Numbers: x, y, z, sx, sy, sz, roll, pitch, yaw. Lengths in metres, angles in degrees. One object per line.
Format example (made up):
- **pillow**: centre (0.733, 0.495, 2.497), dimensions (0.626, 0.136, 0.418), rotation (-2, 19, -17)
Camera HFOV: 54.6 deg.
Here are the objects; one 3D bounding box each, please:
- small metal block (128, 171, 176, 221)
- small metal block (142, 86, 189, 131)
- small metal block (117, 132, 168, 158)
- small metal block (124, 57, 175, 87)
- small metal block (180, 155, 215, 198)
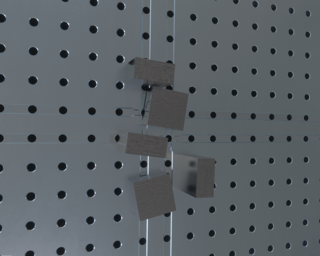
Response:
- **small metal block**: centre (-0.010, 0.088, 0.409), dimensions (0.050, 0.025, 0.050), rotation (-11, 94, -20)
- **small metal block**: centre (0.007, -0.025, 0.415), dimensions (0.050, 0.025, 0.050), rotation (10, 87, -20)
- **small metal block**: centre (-0.023, 0.021, 0.390), dimensions (0.050, 0.050, 0.025), rotation (9, 87, -20)
- **small metal block**: centre (-0.014, -0.068, 0.394), dimensions (0.050, 0.050, 0.025), rotation (6, 88, -20)
- **small metal block**: centre (0.050, 0.064, 0.417), dimensions (0.025, 0.050, 0.050), rotation (3, 89, -20)
